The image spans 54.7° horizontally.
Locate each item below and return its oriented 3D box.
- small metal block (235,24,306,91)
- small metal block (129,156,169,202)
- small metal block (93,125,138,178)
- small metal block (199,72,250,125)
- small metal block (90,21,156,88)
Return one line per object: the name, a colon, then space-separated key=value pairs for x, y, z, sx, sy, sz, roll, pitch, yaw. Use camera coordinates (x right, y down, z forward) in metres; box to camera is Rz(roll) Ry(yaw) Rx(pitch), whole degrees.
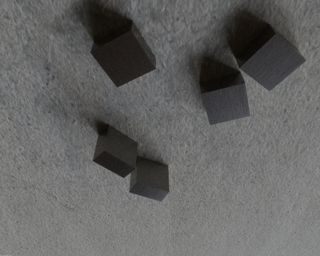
small metal block: x=0.122 y=-0.077 z=0.344 sx=0.050 sy=0.025 sz=0.050 roll=30 pitch=124 yaw=-24
small metal block: x=-0.015 y=0.074 z=0.454 sx=0.050 sy=0.050 sz=0.025 roll=20 pitch=127 yaw=-17
small metal block: x=-0.059 y=0.031 z=0.417 sx=0.050 sy=0.050 sz=0.025 roll=35 pitch=122 yaw=-26
small metal block: x=0.079 y=-0.035 z=0.379 sx=0.050 sy=0.025 sz=0.050 roll=-14 pitch=129 yaw=11
small metal block: x=-0.039 y=-0.080 z=0.339 sx=0.050 sy=0.025 sz=0.050 roll=-23 pitch=127 yaw=18
